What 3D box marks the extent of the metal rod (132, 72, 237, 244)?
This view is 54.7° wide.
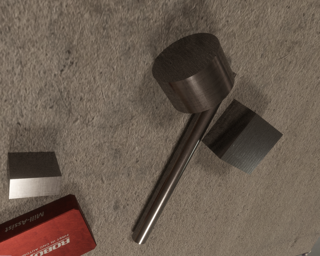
[{"bbox_3d":[0.028,0.051,0.455,0.025,0.025,0.298,14,111,-34],"label":"metal rod"}]

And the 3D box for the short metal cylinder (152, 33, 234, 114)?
[{"bbox_3d":[0.038,-0.063,0.355,0.080,0.080,0.050,-38,130,-3],"label":"short metal cylinder"}]

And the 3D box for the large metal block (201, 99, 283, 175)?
[{"bbox_3d":[0.125,0.015,0.471,0.080,0.050,0.080,29,102,-38],"label":"large metal block"}]

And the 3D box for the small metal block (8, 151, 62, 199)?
[{"bbox_3d":[-0.141,0.051,0.346,0.050,0.050,0.025,1,118,-29],"label":"small metal block"}]

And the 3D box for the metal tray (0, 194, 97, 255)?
[{"bbox_3d":[-0.161,0.152,0.411,0.131,0.030,0.089,-22,127,-15],"label":"metal tray"}]
